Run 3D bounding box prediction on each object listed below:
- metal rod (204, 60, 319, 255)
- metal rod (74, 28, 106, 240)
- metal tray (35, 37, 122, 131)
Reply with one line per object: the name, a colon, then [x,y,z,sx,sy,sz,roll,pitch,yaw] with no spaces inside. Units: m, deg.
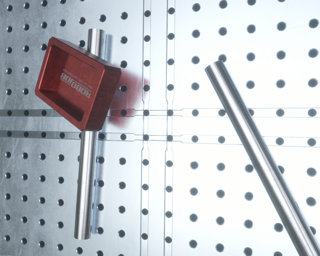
metal rod: [0.130,0.055,0.366,0.025,0.025,0.299,-28,81,18]
metal rod: [-0.101,0.010,0.448,0.025,0.025,0.298,5,92,20]
metal tray: [-0.117,-0.062,0.426,0.130,0.030,0.089,32,108,34]
